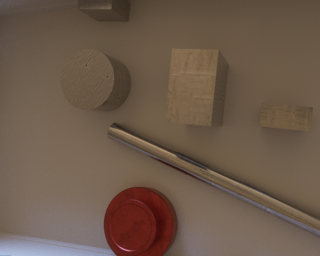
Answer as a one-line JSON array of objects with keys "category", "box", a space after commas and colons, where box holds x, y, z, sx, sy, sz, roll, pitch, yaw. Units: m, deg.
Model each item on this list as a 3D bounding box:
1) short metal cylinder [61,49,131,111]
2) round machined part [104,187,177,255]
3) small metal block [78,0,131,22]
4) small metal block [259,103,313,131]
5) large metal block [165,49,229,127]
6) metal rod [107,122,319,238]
[{"category": "short metal cylinder", "box": [-0.087, -0.063, 0.427, 0.080, 0.050, 0.079, 0, 90, 19]}, {"category": "round machined part", "box": [-0.030, 0.126, 0.403, 0.098, 0.042, 0.097, -3, 79, 18]}, {"category": "small metal block", "box": [-0.075, -0.166, 0.422, 0.050, 0.050, 0.025, 8, 93, 19]}, {"category": "small metal block", "box": [0.140, -0.012, 0.348, 0.050, 0.050, 0.025, 6, 92, 19]}, {"category": "large metal block", "box": [0.046, -0.044, 0.364, 0.050, 0.080, 0.079, 6, 92, 19]}, {"category": "metal rod", "box": [0.065, 0.060, 0.386, 0.301, 0.025, 0.025, 23, 98, 18]}]
